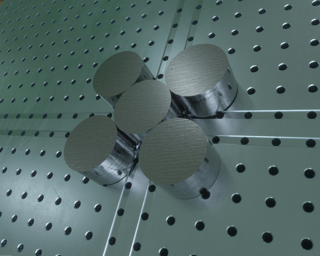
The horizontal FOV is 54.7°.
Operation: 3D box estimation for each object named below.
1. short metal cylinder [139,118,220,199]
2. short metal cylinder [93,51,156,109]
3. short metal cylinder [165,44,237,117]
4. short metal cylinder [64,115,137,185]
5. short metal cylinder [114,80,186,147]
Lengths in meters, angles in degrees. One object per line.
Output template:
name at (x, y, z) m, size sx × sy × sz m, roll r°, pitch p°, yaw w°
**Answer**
short metal cylinder at (0.023, 0.035, 0.357) m, size 0.080 × 0.050 × 0.080 m, roll -13°, pitch 56°, yaw 20°
short metal cylinder at (-0.051, -0.066, 0.457) m, size 0.080 × 0.050 × 0.080 m, roll -13°, pitch 56°, yaw 20°
short metal cylinder at (0.053, -0.061, 0.398) m, size 0.080 × 0.050 × 0.080 m, roll -13°, pitch 56°, yaw 20°
short metal cylinder at (-0.079, 0.030, 0.412) m, size 0.080 × 0.050 × 0.080 m, roll -13°, pitch 56°, yaw 20°
short metal cylinder at (-0.013, -0.016, 0.407) m, size 0.080 × 0.050 × 0.080 m, roll -13°, pitch 56°, yaw 20°
